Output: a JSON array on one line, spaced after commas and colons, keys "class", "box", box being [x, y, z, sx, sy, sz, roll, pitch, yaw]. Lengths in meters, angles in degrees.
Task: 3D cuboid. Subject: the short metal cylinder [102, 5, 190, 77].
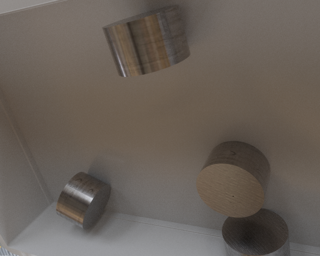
[{"class": "short metal cylinder", "box": [-0.013, -0.092, 0.323, 0.080, 0.080, 0.050, -3, 117, 30]}]

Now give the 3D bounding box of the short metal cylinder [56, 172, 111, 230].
[{"class": "short metal cylinder", "box": [-0.125, 0.119, 0.513, 0.050, 0.080, 0.079, 23, 127, 14]}]

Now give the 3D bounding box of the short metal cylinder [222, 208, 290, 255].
[{"class": "short metal cylinder", "box": [0.124, 0.150, 0.400, 0.080, 0.080, 0.050, 0, 118, 28]}]

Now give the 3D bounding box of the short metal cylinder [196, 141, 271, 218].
[{"class": "short metal cylinder", "box": [0.091, 0.063, 0.383, 0.080, 0.050, 0.079, 13, 124, 21]}]
